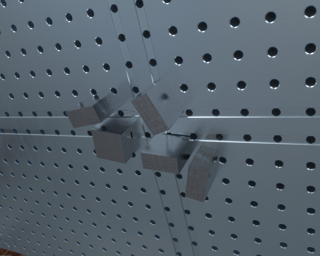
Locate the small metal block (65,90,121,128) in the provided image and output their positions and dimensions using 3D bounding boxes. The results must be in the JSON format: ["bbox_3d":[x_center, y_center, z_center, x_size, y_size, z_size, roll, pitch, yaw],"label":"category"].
[{"bbox_3d":[-0.091,-0.026,0.425,0.050,0.050,0.025,-9,114,32],"label":"small metal block"}]

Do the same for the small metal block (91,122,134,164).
[{"bbox_3d":[-0.070,0.021,0.459,0.050,0.025,0.050,9,123,22],"label":"small metal block"}]

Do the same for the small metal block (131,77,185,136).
[{"bbox_3d":[-0.001,-0.027,0.378,0.025,0.050,0.050,-23,106,36],"label":"small metal block"}]

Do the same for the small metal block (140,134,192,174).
[{"bbox_3d":[0.010,0.033,0.409,0.050,0.050,0.025,6,121,24],"label":"small metal block"}]

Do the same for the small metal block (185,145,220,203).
[{"bbox_3d":[0.055,0.059,0.401,0.025,0.050,0.050,15,125,19],"label":"small metal block"}]
